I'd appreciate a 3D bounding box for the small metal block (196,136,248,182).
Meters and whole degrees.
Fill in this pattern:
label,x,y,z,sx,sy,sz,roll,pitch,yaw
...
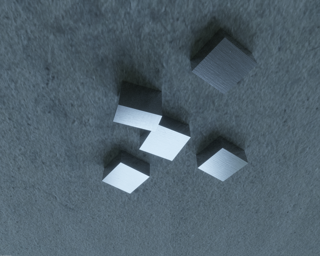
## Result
label,x,y,z,sx,sy,sz,roll,pitch,yaw
small metal block,0.089,0.045,0.447,0.050,0.025,0.050,30,124,-24

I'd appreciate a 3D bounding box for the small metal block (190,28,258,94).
label,x,y,z,sx,sy,sz,roll,pitch,yaw
small metal block,0.070,-0.073,0.346,0.050,0.025,0.050,31,124,-24

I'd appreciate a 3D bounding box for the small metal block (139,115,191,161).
label,x,y,z,sx,sy,sz,roll,pitch,yaw
small metal block,0.006,0.012,0.418,0.050,0.025,0.050,21,127,-18

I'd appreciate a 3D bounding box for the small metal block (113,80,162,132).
label,x,y,z,sx,sy,sz,roll,pitch,yaw
small metal block,-0.026,-0.027,0.368,0.050,0.050,0.025,14,129,-12

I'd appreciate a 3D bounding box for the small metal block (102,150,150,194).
label,x,y,z,sx,sy,sz,roll,pitch,yaw
small metal block,-0.050,0.066,0.463,0.050,0.025,0.050,31,124,-24
